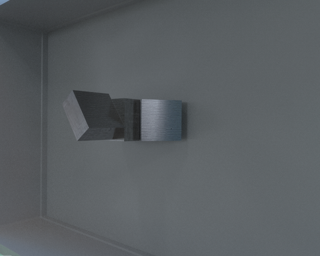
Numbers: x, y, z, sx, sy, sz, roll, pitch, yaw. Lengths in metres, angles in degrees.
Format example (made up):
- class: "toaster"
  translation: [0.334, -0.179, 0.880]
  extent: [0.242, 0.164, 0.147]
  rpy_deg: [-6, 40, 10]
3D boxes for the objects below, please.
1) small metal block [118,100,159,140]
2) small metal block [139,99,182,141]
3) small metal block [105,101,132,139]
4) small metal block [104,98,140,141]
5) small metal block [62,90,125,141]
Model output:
- class: "small metal block"
  translation: [-0.028, -0.010, 0.411]
  extent: [0.025, 0.050, 0.050]
  rpy_deg: [1, 91, 40]
- class: "small metal block"
  translation: [-0.001, -0.009, 0.386]
  extent: [0.025, 0.050, 0.050]
  rpy_deg: [-178, 88, -74]
- class: "small metal block"
  translation: [-0.057, -0.011, 0.432]
  extent: [0.025, 0.050, 0.050]
  rpy_deg: [1, 91, 7]
- class: "small metal block"
  translation: [-0.052, -0.010, 0.381]
  extent: [0.050, 0.025, 0.050]
  rpy_deg: [1, 90, 40]
- class: "small metal block"
  translation: [-0.075, -0.014, 0.352]
  extent: [0.025, 0.050, 0.050]
  rpy_deg: [-43, 64, 32]
